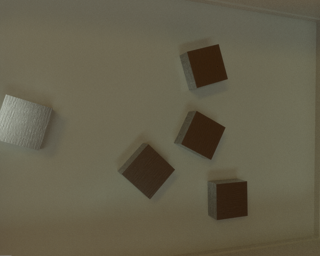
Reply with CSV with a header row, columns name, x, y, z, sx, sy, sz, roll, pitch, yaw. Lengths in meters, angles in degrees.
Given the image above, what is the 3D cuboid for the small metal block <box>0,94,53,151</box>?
name,x,y,z,sx,sy,sz,roll,pitch,yaw
small metal block,-0.156,-0.006,0.353,0.050,0.025,0.050,18,84,-19

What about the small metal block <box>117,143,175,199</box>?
name,x,y,z,sx,sy,sz,roll,pitch,yaw
small metal block,-0.018,0.055,0.404,0.050,0.025,0.050,45,76,-15

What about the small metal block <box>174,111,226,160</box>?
name,x,y,z,sx,sy,sz,roll,pitch,yaw
small metal block,0.055,0.010,0.431,0.050,0.025,0.050,28,81,-18

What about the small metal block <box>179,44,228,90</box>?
name,x,y,z,sx,sy,sz,roll,pitch,yaw
small metal block,0.061,-0.085,0.433,0.050,0.025,0.050,-18,96,-19

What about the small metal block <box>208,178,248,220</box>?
name,x,y,z,sx,sy,sz,roll,pitch,yaw
small metal block,0.097,0.101,0.446,0.050,0.025,0.050,-1,91,-20
